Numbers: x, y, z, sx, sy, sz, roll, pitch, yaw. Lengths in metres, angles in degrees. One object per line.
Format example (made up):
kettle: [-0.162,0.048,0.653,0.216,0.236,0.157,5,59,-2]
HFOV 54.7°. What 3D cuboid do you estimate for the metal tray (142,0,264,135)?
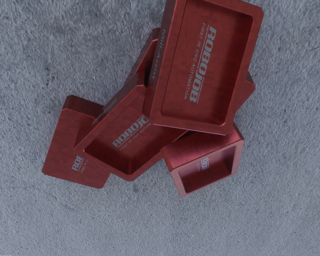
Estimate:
metal tray: [0.041,-0.063,0.307,0.091,0.030,0.129,9,103,-21]

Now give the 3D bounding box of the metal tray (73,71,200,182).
metal tray: [-0.029,0.004,0.369,0.090,0.030,0.130,34,122,-26]

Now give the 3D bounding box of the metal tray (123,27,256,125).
metal tray: [0.032,-0.048,0.365,0.131,0.030,0.089,21,127,-18]

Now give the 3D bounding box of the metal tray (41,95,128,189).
metal tray: [-0.101,0.025,0.424,0.091,0.030,0.129,19,127,-16]

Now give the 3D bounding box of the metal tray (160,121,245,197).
metal tray: [0.056,0.044,0.399,0.090,0.030,0.130,-23,153,-2]
